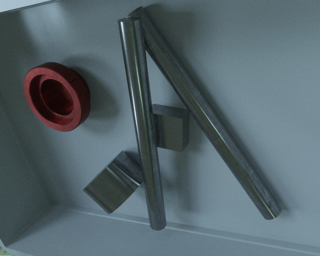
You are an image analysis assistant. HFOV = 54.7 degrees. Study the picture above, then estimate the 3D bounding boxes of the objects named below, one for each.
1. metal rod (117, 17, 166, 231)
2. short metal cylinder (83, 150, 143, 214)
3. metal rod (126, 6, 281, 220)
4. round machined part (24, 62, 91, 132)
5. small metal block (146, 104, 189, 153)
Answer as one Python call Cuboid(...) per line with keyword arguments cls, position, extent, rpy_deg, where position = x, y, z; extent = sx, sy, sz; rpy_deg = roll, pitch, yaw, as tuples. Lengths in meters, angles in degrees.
Cuboid(cls="metal rod", position=(-0.017, 0.016, 0.394), extent=(0.025, 0.025, 0.298), rpy_deg=(8, 123, 24))
Cuboid(cls="short metal cylinder", position=(-0.066, 0.079, 0.455), extent=(0.050, 0.080, 0.080), rpy_deg=(45, 129, -3))
Cuboid(cls="metal rod", position=(0.058, -0.009, 0.371), extent=(0.025, 0.025, 0.299), rpy_deg=(-28, 103, 37))
Cuboid(cls="round machined part", position=(-0.139, -0.047, 0.440), extent=(0.098, 0.042, 0.097), rpy_deg=(13, 124, 20))
Cuboid(cls="small metal block", position=(0.010, 0.000, 0.402), extent=(0.050, 0.025, 0.050), rpy_deg=(11, 123, 21))
